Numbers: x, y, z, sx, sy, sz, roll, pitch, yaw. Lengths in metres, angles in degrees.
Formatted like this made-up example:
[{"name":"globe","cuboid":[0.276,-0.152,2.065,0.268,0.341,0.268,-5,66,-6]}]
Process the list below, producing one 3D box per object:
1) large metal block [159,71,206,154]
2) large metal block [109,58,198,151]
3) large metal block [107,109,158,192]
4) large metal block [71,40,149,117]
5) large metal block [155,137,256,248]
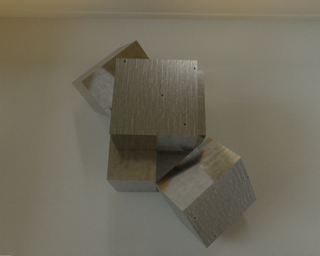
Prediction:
[{"name":"large metal block","cuboid":[0.025,-0.016,0.384,0.050,0.080,0.080,1,70,0]},{"name":"large metal block","cuboid":[-0.004,-0.022,0.317,0.080,0.050,0.080,2,70,0]},{"name":"large metal block","cuboid":[-0.029,0.030,0.368,0.050,0.080,0.080,1,70,0]},{"name":"large metal block","cuboid":[-0.058,-0.062,0.393,0.080,0.080,0.050,-41,110,-14]},{"name":"large metal block","cuboid":[0.053,0.072,0.345,0.080,0.080,0.050,-40,40,-13]}]
